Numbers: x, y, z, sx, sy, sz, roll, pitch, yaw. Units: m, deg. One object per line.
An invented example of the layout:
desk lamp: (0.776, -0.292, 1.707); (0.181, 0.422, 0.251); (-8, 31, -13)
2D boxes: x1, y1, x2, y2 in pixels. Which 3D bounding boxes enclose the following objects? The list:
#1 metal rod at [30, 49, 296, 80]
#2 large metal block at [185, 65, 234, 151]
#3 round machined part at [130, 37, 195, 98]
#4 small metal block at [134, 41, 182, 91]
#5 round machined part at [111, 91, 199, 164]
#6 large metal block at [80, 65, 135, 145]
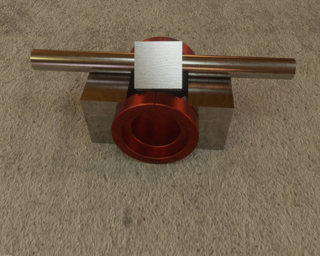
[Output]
metal rod: (0.002, -0.075, 0.364); (0.302, 0.025, 0.025); (2, 50, 2)
large metal block: (0.058, -0.028, 0.393); (0.050, 0.080, 0.080); (3, 50, 2)
round machined part: (0.002, -0.069, 0.415); (0.099, 0.097, 0.042); (3, 51, 2)
small metal block: (-0.001, -0.067, 0.339); (0.050, 0.025, 0.050); (0, 90, 2)
round machined part: (-0.004, -0.005, 0.361); (0.099, 0.097, 0.042); (4, 45, 3)
large metal block: (-0.060, -0.035, 0.398); (0.050, 0.080, 0.080); (3, 50, 3)
